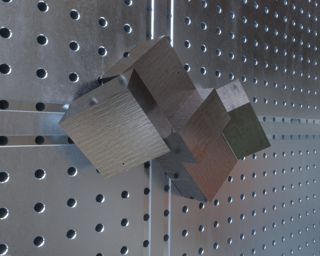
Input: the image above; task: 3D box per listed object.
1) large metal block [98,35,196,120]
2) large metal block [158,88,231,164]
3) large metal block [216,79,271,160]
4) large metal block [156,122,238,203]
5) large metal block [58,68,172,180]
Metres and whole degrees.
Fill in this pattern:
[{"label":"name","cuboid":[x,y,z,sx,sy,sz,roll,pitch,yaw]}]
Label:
[{"label":"large metal block","cuboid":[-0.013,-0.053,0.381,0.080,0.050,0.080,-48,119,-27]},{"label":"large metal block","cuboid":[0.029,-0.004,0.396,0.080,0.080,0.050,-50,121,-28]},{"label":"large metal block","cuboid":[0.117,-0.014,0.462,0.080,0.050,0.080,56,18,-26]},{"label":"large metal block","cuboid":[0.054,0.045,0.436,0.080,0.050,0.080,-48,117,-29]},{"label":"large metal block","cuboid":[-0.043,-0.003,0.327,0.080,0.080,0.050,56,19,-25]}]
